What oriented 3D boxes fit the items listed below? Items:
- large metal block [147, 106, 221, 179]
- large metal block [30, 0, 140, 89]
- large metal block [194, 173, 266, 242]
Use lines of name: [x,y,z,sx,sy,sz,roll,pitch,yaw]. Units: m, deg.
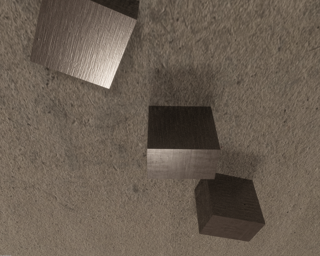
large metal block: [0.026,0.016,0.386,0.081,0.080,0.050,1,130,-1]
large metal block: [-0.074,-0.097,0.307,0.081,0.050,0.079,18,128,-16]
large metal block: [0.103,0.119,0.474,0.081,0.080,0.050,13,129,-11]
